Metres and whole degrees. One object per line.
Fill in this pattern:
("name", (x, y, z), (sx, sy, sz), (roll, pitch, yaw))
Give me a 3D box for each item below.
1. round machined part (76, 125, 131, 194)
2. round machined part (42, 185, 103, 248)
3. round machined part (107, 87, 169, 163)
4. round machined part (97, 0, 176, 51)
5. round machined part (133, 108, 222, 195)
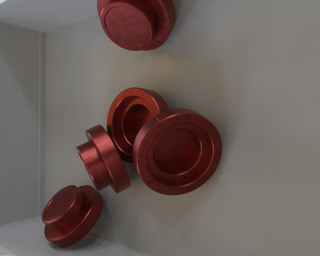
("round machined part", (-0.082, 0.047, 0.427), (0.098, 0.042, 0.098), (54, 160, 30))
("round machined part", (-0.139, 0.126, 0.471), (0.098, 0.042, 0.098), (-27, 31, 18))
("round machined part", (-0.023, -0.003, 0.412), (0.098, 0.042, 0.097), (0, 90, 39))
("round machined part", (-0.034, -0.135, 0.384), (0.098, 0.098, 0.042), (-10, 43, 39))
("round machined part", (0.017, 0.024, 0.353), (0.042, 0.099, 0.097), (-131, 56, -64))
